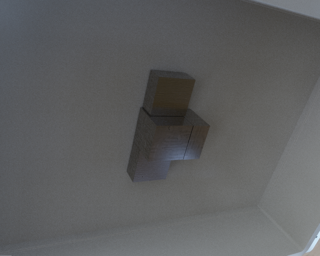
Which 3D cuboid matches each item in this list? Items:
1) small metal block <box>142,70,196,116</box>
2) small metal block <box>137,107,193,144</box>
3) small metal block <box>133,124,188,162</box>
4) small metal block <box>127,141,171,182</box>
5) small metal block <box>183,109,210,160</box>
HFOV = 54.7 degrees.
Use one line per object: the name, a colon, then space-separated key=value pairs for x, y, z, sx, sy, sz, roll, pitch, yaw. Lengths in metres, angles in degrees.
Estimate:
small metal block: x=0.011 y=-0.043 z=0.385 sx=0.050 sy=0.025 sz=0.050 roll=0 pitch=119 yaw=-28
small metal block: x=0.005 y=-0.004 z=0.390 sx=0.050 sy=0.050 sz=0.025 roll=0 pitch=119 yaw=-28
small metal block: x=0.000 y=0.018 z=0.401 sx=0.050 sy=0.050 sz=0.025 roll=0 pitch=119 yaw=-28
small metal block: x=-0.014 y=0.045 z=0.426 sx=0.050 sy=0.025 sz=0.050 roll=0 pitch=119 yaw=-28
small metal block: x=0.036 y=0.007 z=0.414 sx=0.025 sy=0.050 sz=0.050 roll=0 pitch=119 yaw=-28
